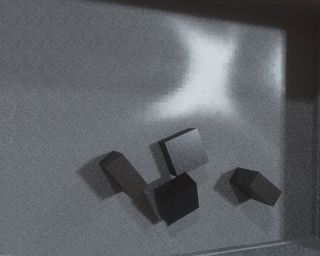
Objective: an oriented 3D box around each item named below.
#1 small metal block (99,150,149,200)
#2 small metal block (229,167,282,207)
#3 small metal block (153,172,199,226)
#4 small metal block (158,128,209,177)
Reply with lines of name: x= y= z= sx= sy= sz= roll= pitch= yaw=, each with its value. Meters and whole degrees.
small metal block: x=-0.046 y=0.056 z=0.381 sx=0.025 sy=0.050 sz=0.050 roll=-41 pitch=103 yaw=-15
small metal block: x=0.138 y=0.085 z=0.450 sx=0.050 sy=0.050 sz=0.025 roll=39 pitch=77 yaw=-16
small metal block: x=0.022 y=0.094 z=0.408 sx=0.050 sy=0.025 sz=0.050 roll=-26 pitch=131 yaw=-18
small metal block: x=0.032 y=0.033 z=0.424 sx=0.050 sy=0.025 sz=0.050 roll=-23 pitch=98 yaw=-19
